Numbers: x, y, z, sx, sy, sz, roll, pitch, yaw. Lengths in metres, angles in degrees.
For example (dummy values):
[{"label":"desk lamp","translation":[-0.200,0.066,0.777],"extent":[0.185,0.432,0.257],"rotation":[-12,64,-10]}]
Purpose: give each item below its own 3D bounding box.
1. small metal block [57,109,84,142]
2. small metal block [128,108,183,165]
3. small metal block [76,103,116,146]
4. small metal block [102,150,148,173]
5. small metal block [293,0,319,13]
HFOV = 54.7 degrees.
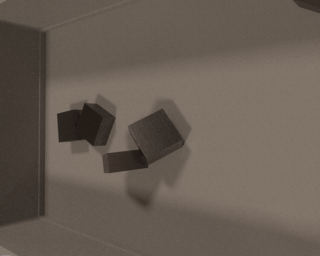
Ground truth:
[{"label":"small metal block","translation":[-0.148,-0.003,0.526],"extent":[0.050,0.025,0.050],"rotation":[-8,85,39]},{"label":"small metal block","translation":[-0.006,0.011,0.392],"extent":[0.050,0.025,0.050],"rotation":[-27,66,-10]},{"label":"small metal block","translation":[-0.102,-0.006,0.488],"extent":[0.050,0.025,0.050],"rotation":[34,111,34]},{"label":"small metal block","translation":[-0.048,0.045,0.416],"extent":[0.050,0.050,0.025],"rotation":[156,107,-70]},{"label":"small metal block","translation":[0.157,-0.129,0.277],"extent":[0.050,0.025,0.050],"rotation":[37,112,33]}]
